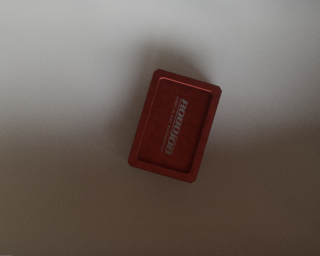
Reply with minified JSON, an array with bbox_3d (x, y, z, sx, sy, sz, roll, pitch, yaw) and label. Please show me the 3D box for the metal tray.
[{"bbox_3d":[0.019,-0.003,0.409,0.090,0.030,0.129,16,90,-1],"label":"metal tray"}]
